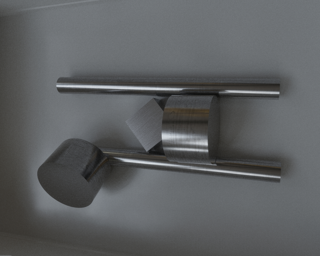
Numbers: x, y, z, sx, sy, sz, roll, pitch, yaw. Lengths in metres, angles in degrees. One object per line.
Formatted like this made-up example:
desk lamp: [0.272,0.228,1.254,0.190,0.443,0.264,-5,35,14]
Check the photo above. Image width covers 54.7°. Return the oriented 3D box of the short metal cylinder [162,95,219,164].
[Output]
short metal cylinder: [0.039,0.001,0.365,0.050,0.080,0.079,2,91,20]

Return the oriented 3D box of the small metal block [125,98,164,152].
small metal block: [-0.009,-0.004,0.411,0.050,0.025,0.050,-39,78,15]

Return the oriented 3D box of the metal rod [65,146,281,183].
metal rod: [-0.002,0.043,0.408,0.301,0.025,0.025,3,91,19]

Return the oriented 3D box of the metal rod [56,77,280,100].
metal rod: [-0.003,-0.054,0.409,0.301,0.025,0.025,4,91,19]

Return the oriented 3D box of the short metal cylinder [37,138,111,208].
short metal cylinder: [-0.114,0.061,0.416,0.080,0.050,0.079,10,127,14]
